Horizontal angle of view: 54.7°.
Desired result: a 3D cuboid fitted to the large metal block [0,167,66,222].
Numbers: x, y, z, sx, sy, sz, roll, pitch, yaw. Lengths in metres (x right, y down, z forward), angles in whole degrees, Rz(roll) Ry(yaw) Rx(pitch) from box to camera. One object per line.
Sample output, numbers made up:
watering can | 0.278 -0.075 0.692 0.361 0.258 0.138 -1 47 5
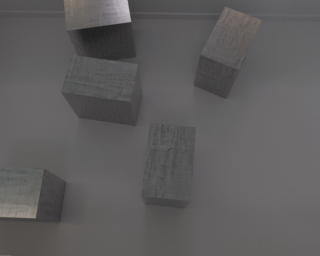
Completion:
large metal block | -0.161 0.077 0.351 0.080 0.080 0.050 2 70 1

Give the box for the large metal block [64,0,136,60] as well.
large metal block | -0.080 -0.136 0.429 0.081 0.080 0.050 -9 71 -3

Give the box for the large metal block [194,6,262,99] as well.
large metal block | 0.088 -0.098 0.417 0.050 0.080 0.080 24 72 8

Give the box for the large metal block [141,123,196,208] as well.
large metal block | 0.010 0.047 0.363 0.050 0.080 0.080 6 70 2

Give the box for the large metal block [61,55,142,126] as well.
large metal block | -0.069 -0.045 0.396 0.080 0.080 0.050 8 70 3
